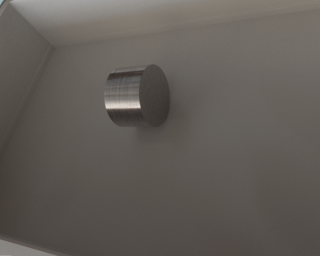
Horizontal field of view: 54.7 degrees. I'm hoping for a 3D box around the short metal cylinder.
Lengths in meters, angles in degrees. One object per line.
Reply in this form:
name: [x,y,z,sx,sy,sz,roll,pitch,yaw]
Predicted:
short metal cylinder: [-0.028,-0.041,0.406,0.050,0.080,0.080,0,62,28]
